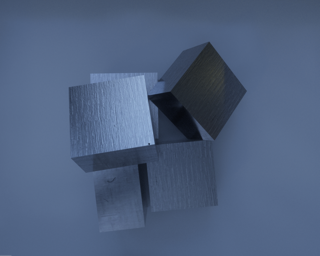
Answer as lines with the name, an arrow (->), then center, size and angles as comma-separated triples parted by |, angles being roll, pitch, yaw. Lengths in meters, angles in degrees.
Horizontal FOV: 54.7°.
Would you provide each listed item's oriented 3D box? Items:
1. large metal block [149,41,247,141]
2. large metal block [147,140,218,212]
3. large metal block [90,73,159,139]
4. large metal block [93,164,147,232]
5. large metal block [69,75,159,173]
large metal block -> 0.046, -0.042, 0.373 | 0.080, 0.050, 0.080 | 46, 67, -23
large metal block -> 0.026, 0.057, 0.396 | 0.081, 0.050, 0.079 | -5, 90, -1
large metal block -> -0.043, -0.026, 0.397 | 0.081, 0.050, 0.079 | -1, 90, -1
large metal block -> -0.046, 0.073, 0.382 | 0.050, 0.080, 0.079 | -7, 90, 0
large metal block -> -0.049, -0.004, 0.332 | 0.080, 0.050, 0.080 | -9, 65, 0
